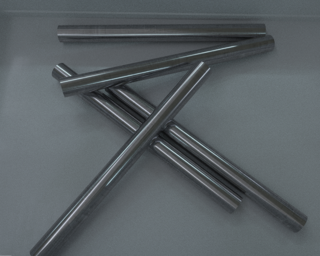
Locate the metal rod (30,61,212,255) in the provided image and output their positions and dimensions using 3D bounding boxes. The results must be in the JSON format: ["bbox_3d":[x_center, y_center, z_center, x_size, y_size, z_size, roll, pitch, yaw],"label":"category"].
[{"bbox_3d":[-0.041,0.035,0.374,0.025,0.025,0.300,39,82,12],"label":"metal rod"}]

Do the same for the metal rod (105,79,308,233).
[{"bbox_3d":[0.050,0.027,0.400,0.300,0.025,0.025,37,74,12],"label":"metal rod"}]

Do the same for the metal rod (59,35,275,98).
[{"bbox_3d":[0.019,-0.088,0.425,0.302,0.025,0.025,-15,71,-12],"label":"metal rod"}]

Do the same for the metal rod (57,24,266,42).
[{"bbox_3d":[0.003,-0.141,0.460,0.302,0.025,0.025,-1,70,-1],"label":"metal rod"}]

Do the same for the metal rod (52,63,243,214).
[{"bbox_3d":[-0.025,0.007,0.406,0.300,0.025,0.025,37,74,12],"label":"metal rod"}]
